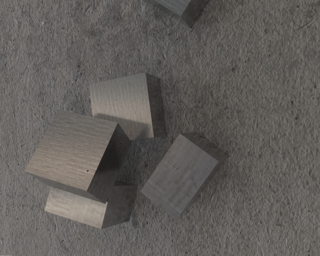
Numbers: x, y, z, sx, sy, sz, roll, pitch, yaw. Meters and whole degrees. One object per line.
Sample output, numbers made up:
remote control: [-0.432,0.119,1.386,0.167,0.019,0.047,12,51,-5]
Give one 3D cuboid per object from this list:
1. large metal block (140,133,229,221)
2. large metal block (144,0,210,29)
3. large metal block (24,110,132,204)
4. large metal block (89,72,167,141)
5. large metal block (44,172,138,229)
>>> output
large metal block: [0.033,0.052,0.368,0.050,0.080,0.080,37,102,16]
large metal block: [0.024,-0.186,0.387,0.080,0.050,0.080,37,102,16]
large metal block: [-0.091,0.032,0.357,0.080,0.050,0.080,12,65,20]
large metal block: [-0.041,-0.023,0.410,0.080,0.050,0.080,-8,87,19]
large metal block: [-0.086,0.091,0.406,0.080,0.080,0.050,11,84,19]
